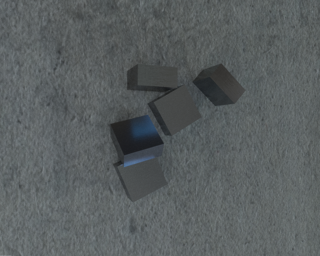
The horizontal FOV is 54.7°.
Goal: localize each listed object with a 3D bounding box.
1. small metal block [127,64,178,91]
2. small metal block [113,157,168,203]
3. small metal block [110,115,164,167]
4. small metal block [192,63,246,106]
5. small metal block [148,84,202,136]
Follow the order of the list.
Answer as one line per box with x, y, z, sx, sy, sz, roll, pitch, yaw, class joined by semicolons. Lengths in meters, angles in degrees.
-0.011;-0.062;0.393;0.050;0.050;0.025;1;90;-20;small metal block
-0.025;0.060;0.401;0.050;0.025;0.050;-25;99;-19;small metal block
-0.029;0.015;0.385;0.050;0.025;0.050;-15;53;-20;small metal block
0.080;-0.058;0.427;0.050;0.050;0.025;44;76;-15;small metal block
0.020;-0.024;0.417;0.050;0.025;0.050;-32;101;-18;small metal block
